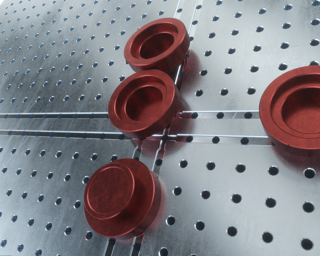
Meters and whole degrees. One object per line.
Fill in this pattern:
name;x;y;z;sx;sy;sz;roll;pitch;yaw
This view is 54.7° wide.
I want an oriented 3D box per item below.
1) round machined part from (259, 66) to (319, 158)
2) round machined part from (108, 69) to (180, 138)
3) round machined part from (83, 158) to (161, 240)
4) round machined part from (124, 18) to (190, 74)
round machined part;0.157;-0.014;0.323;0.098;0.042;0.098;-13;56;20
round machined part;-0.018;-0.029;0.423;0.098;0.042;0.098;-13;57;20
round machined part;-0.052;0.081;0.374;0.098;0.042;0.098;-13;56;20
round machined part;-0.001;-0.116;0.464;0.098;0.042;0.098;-14;51;19
